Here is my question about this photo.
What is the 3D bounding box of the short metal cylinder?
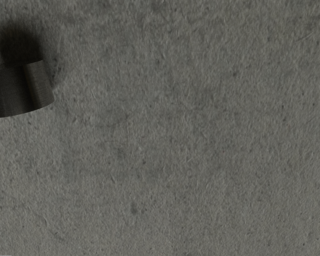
[{"bbox_3d":[-0.170,-0.048,0.360,0.080,0.080,0.050,-8,110,2],"label":"short metal cylinder"}]
